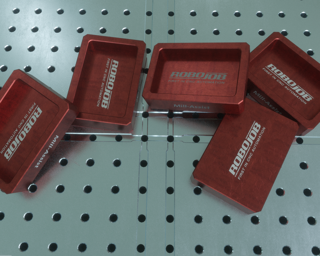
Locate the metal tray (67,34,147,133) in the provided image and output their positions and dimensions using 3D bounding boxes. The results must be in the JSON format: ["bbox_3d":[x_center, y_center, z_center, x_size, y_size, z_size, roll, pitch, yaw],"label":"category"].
[{"bbox_3d":[-0.073,-0.064,0.432,0.090,0.030,0.130,8,70,3],"label":"metal tray"}]

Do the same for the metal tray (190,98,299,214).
[{"bbox_3d":[0.109,0.032,0.398,0.090,0.030,0.130,29,72,10],"label":"metal tray"}]

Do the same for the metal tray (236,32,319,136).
[{"bbox_3d":[0.179,-0.064,0.433,0.090,0.030,0.130,-42,75,-14],"label":"metal tray"}]

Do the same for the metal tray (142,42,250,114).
[{"bbox_3d":[0.049,-0.069,0.415,0.130,0.030,0.090,5,69,19],"label":"metal tray"}]

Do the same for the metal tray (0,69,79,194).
[{"bbox_3d":[-0.175,0.004,0.387,0.090,0.030,0.130,34,90,11],"label":"metal tray"}]
